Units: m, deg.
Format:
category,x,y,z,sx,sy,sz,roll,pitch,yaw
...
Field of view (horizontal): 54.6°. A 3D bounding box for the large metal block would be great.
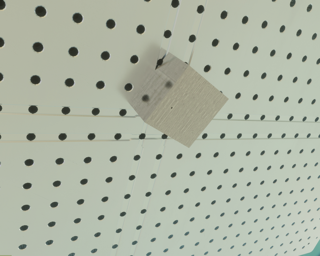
category,x,y,z,sx,sy,sz,roll,pitch,yaw
large metal block,0.024,-0.033,0.387,0.080,0.050,0.080,31,101,-38
